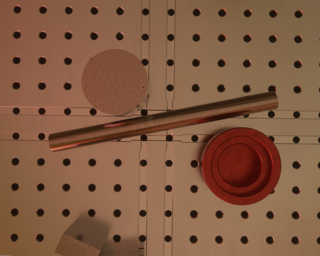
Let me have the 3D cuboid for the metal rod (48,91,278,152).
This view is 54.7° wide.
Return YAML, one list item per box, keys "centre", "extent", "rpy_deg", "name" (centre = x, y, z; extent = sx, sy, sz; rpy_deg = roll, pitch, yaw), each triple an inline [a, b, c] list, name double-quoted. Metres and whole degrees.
- centre: [0.005, -0.009, 0.413]
  extent: [0.302, 0.025, 0.025]
  rpy_deg: [-11, 90, 0]
  name: "metal rod"

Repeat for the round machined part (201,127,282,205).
- centre: [0.102, 0.048, 0.406]
  extent: [0.099, 0.042, 0.097]
  rpy_deg: [0, 90, 0]
  name: "round machined part"

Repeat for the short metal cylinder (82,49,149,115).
- centre: [-0.055, -0.056, 0.400]
  extent: [0.081, 0.050, 0.079]
  rpy_deg: [0, 90, 0]
  name: "short metal cylinder"

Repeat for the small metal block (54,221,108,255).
- centre: [-0.100, 0.149, 0.400]
  extent: [0.050, 0.050, 0.025]
  rpy_deg: [25, 90, 0]
  name: "small metal block"

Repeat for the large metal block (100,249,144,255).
- centre: [-0.059, 0.209, 0.400]
  extent: [0.081, 0.050, 0.080]
  rpy_deg: [-4, 90, 0]
  name: "large metal block"
